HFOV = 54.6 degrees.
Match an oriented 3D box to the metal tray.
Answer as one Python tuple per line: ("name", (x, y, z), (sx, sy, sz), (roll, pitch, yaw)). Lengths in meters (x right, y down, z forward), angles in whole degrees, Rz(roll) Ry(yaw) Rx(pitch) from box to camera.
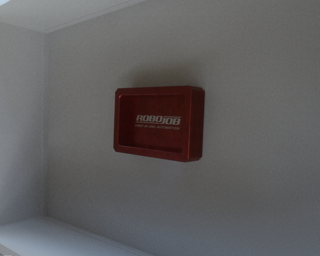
("metal tray", (-0.006, -0.008, 0.409), (0.130, 0.030, 0.090), (4, 93, 40))
